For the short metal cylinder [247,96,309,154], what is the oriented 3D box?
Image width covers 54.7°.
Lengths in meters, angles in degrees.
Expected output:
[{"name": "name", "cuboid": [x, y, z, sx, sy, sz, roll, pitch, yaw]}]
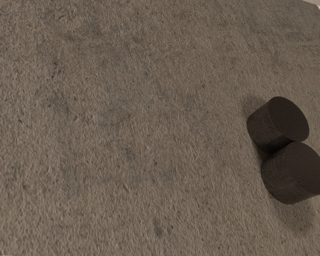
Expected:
[{"name": "short metal cylinder", "cuboid": [0.187, -0.003, 0.493, 0.081, 0.050, 0.080, 14, 56, -21]}]

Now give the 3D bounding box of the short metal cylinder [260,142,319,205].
[{"name": "short metal cylinder", "cuboid": [0.197, 0.067, 0.456, 0.081, 0.050, 0.080, 14, 56, -21]}]
